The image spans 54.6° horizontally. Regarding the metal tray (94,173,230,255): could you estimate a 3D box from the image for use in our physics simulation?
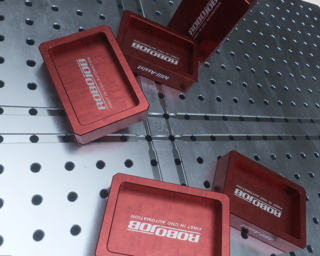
[{"bbox_3d":[0.006,0.105,0.324,0.131,0.030,0.090,12,55,-5],"label":"metal tray"}]

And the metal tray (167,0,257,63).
[{"bbox_3d":[0.076,-0.178,0.490,0.090,0.129,0.030,45,51,2],"label":"metal tray"}]

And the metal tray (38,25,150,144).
[{"bbox_3d":[-0.080,-0.056,0.376,0.091,0.030,0.130,-22,73,-15],"label":"metal tray"}]

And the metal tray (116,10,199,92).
[{"bbox_3d":[-0.005,-0.117,0.472,0.131,0.030,0.090,18,55,-18],"label":"metal tray"}]

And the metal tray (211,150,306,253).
[{"bbox_3d":[0.134,0.098,0.416,0.130,0.030,0.090,28,52,-11],"label":"metal tray"}]
